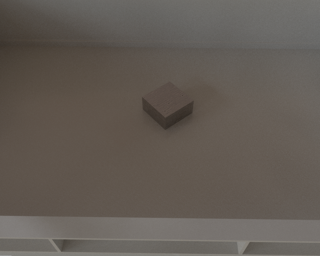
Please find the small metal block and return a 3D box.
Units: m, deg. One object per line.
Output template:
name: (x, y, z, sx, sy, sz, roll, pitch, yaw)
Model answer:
small metal block: (0.011, -0.032, 0.432, 0.050, 0.025, 0.050, -32, 57, -24)
